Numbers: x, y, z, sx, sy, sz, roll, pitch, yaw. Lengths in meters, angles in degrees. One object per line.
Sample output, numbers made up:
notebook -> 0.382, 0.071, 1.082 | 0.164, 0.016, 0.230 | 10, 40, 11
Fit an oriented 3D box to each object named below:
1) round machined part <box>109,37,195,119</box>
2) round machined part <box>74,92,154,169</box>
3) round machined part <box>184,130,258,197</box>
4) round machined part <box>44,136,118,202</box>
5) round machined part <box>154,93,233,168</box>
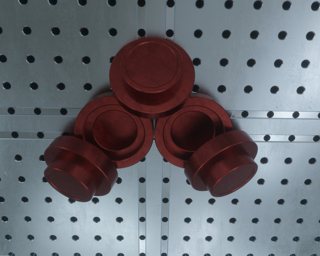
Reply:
round machined part -> -0.009, -0.063, 0.354 | 0.099, 0.042, 0.098 | 0, 72, -1
round machined part -> -0.057, 0.000, 0.403 | 0.099, 0.042, 0.097 | 0, 110, -1
round machined part -> 0.084, 0.052, 0.396 | 0.099, 0.042, 0.097 | -20, 143, -16
round machined part -> -0.108, 0.059, 0.400 | 0.098, 0.042, 0.097 | 16, 139, 15
round machined part -> 0.042, 0.001, 0.405 | 0.099, 0.042, 0.097 | 0, 110, -1
